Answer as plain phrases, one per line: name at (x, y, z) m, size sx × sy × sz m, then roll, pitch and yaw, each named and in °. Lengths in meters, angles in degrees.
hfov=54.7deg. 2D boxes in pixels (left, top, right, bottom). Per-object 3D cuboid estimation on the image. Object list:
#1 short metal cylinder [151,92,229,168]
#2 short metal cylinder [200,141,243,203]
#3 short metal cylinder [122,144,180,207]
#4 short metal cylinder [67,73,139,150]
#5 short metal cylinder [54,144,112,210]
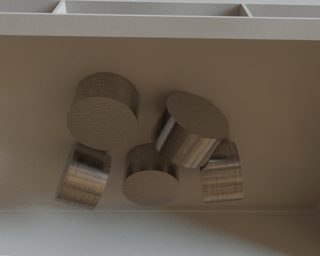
short metal cylinder at (0.035, 0.001, 0.374) m, size 0.081 × 0.080 × 0.050 m, roll 17°, pitch 128°, yaw -14°
short metal cylinder at (0.080, 0.060, 0.423) m, size 0.050 × 0.080 × 0.080 m, roll -7°, pitch 130°, yaw 5°
short metal cylinder at (-0.012, 0.069, 0.449) m, size 0.081 × 0.050 × 0.079 m, roll 0°, pitch 130°, yaw 0°
short metal cylinder at (-0.066, -0.019, 0.373) m, size 0.081 × 0.050 × 0.079 m, roll 0°, pitch 130°, yaw 0°
short metal cylinder at (-0.106, 0.067, 0.426) m, size 0.050 × 0.080 × 0.080 m, roll 21°, pitch 127°, yaw -18°
